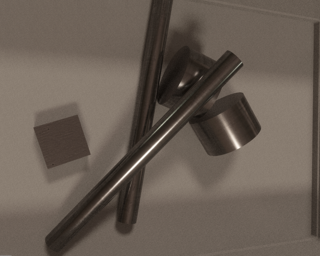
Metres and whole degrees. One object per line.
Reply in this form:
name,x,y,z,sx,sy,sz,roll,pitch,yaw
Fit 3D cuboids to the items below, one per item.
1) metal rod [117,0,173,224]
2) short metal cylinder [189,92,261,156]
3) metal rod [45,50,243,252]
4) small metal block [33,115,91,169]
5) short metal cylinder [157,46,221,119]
metal rod,-0.019,-0.028,0.404,0.025,0.025,0.298,11,86,-20
short metal cylinder,0.086,-0.006,0.415,0.080,0.080,0.050,-34,102,-17
metal rod,-0.021,0.030,0.355,0.025,0.025,0.300,43,95,-16
small metal block,-0.116,0.015,0.368,0.050,0.025,0.050,-19,97,-19
short metal cylinder,0.038,-0.057,0.396,0.050,0.080,0.080,23,83,-19
